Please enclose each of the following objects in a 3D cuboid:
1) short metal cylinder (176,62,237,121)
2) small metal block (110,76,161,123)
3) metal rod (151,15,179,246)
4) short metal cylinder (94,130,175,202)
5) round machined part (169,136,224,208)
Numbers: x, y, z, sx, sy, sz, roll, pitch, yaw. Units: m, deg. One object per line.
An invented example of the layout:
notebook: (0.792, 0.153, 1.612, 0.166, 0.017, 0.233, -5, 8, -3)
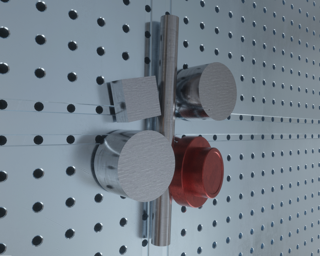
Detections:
short metal cylinder: (0.064, -0.050, 0.442, 0.081, 0.050, 0.079, 0, 90, -40)
small metal block: (-0.029, -0.036, 0.380, 0.050, 0.025, 0.050, -15, 99, -39)
metal rod: (0.007, 0.002, 0.410, 0.025, 0.025, 0.298, 4, 88, -40)
short metal cylinder: (-0.029, 0.042, 0.363, 0.081, 0.050, 0.079, 0, 90, -40)
round machined part: (0.055, 0.060, 0.424, 0.099, 0.042, 0.097, 1, 89, -56)
